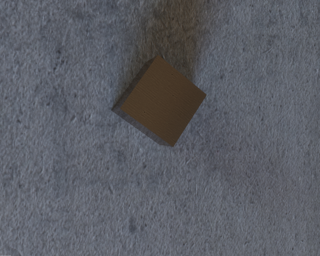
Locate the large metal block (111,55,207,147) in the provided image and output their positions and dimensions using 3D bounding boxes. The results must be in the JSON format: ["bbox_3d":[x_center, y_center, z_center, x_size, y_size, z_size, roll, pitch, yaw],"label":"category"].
[{"bbox_3d":[-0.002,-0.032,0.396,0.080,0.050,0.080,37,78,-17],"label":"large metal block"}]
